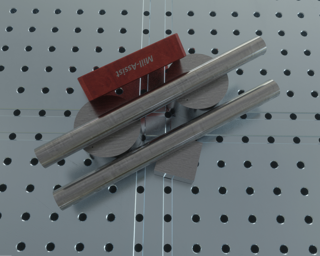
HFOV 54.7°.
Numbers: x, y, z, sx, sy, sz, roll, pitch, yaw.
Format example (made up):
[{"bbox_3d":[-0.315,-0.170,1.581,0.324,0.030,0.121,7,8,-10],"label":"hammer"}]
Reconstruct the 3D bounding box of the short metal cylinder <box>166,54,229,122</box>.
[{"bbox_3d":[0.047,-0.053,0.419,0.081,0.050,0.080,0,70,0],"label":"short metal cylinder"}]

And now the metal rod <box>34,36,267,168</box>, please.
[{"bbox_3d":[-0.002,-0.036,0.371,0.302,0.025,0.025,-28,73,-10],"label":"metal rod"}]

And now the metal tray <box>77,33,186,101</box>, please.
[{"bbox_3d":[-0.041,-0.079,0.404,0.131,0.090,0.030,-27,105,-10],"label":"metal tray"}]

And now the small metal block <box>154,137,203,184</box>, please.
[{"bbox_3d":[0.023,0.039,0.397,0.050,0.025,0.050,14,71,4],"label":"small metal block"}]

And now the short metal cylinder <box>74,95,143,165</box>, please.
[{"bbox_3d":[-0.063,0.005,0.396,0.081,0.050,0.080,0,70,0],"label":"short metal cylinder"}]

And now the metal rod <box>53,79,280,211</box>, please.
[{"bbox_3d":[0.016,0.015,0.379,0.302,0.025,0.025,-27,73,-10],"label":"metal rod"}]
